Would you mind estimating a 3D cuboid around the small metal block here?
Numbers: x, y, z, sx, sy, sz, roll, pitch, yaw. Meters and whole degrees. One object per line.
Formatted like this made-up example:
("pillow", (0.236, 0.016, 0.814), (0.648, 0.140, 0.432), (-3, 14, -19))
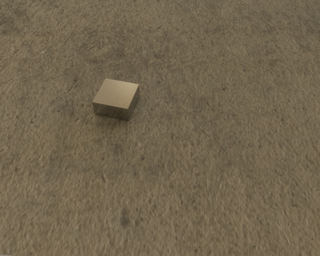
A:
("small metal block", (-0.060, -0.040, 0.436), (0.050, 0.025, 0.050), (12, 51, 9))
